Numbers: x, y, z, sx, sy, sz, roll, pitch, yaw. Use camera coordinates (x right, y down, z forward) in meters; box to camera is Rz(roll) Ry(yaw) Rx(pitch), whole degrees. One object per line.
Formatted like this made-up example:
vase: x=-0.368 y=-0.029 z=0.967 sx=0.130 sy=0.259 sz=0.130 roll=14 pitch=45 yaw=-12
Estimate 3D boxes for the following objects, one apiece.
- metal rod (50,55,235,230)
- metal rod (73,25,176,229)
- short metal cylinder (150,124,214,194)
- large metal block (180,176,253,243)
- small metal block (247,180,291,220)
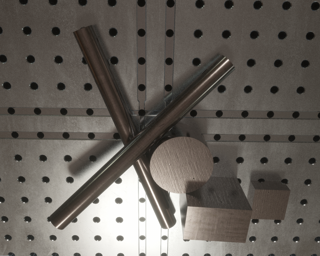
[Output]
metal rod: x=-0.025 y=0.021 z=0.395 sx=0.300 sy=0.025 sz=0.025 roll=-43 pitch=105 yaw=4
metal rod: x=-0.039 y=0.013 z=0.417 sx=0.025 sy=0.025 sz=0.298 roll=-20 pitch=109 yaw=7
short metal cylinder: x=0.027 y=0.040 z=0.414 sx=0.081 sy=0.050 sz=0.079 roll=-1 pitch=109 yaw=-2
large metal block: x=0.072 y=0.108 z=0.425 sx=0.081 sy=0.080 sz=0.050 roll=4 pitch=110 yaw=-2
small metal block: x=0.157 y=0.106 z=0.455 sx=0.050 sy=0.025 sz=0.050 roll=2 pitch=110 yaw=-2
